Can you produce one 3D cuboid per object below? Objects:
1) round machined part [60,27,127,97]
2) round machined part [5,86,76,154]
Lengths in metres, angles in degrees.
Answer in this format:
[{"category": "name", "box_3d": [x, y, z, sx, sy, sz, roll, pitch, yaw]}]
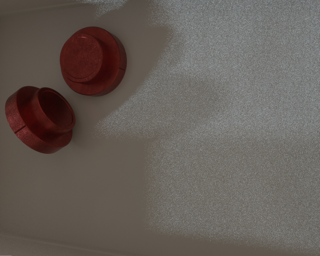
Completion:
[{"category": "round machined part", "box_3d": [-0.100, -0.095, 0.437, 0.098, 0.042, 0.097, 0, 90, 20]}, {"category": "round machined part", "box_3d": [-0.156, -0.017, 0.427, 0.042, 0.098, 0.098, -31, 80, 17]}]
